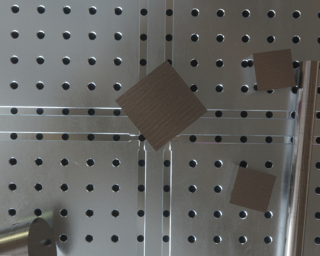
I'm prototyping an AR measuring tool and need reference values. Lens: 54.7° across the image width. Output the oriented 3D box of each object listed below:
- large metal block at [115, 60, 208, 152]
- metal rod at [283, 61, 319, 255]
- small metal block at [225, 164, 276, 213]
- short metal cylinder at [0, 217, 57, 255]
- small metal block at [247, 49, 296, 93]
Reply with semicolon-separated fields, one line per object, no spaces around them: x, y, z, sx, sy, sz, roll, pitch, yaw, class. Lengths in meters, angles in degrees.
0.002;-0.027;0.401;0.080;0.050;0.080;-38;91;0;large metal block
0.188;0.061;0.415;0.025;0.025;0.298;5;90;-1;metal rod
0.121;0.080;0.415;0.050;0.025;0.050;15;90;-1;small metal block
-0.169;0.158;0.384;0.050;0.080;0.080;-15;90;0;short metal cylinder
0.149;-0.076;0.415;0.050;0.025;0.050;-8;90;-1;small metal block
